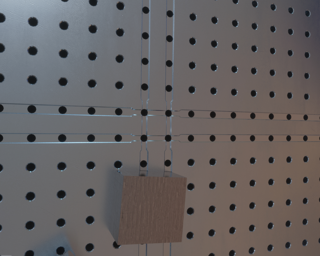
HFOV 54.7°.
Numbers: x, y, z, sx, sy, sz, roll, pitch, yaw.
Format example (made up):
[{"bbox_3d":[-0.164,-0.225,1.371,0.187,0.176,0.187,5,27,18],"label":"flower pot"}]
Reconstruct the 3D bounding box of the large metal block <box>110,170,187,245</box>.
[{"bbox_3d":[-0.016,0.098,0.393,0.081,0.050,0.080,5,88,-20],"label":"large metal block"}]

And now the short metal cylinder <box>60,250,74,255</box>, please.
[{"bbox_3d":[-0.106,0.187,0.345,0.050,0.080,0.080,-29,100,-18],"label":"short metal cylinder"}]
